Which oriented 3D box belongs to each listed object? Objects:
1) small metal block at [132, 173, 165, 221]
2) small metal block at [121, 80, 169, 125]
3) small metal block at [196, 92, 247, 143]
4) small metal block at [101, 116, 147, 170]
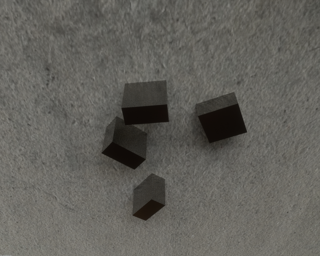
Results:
[{"bbox_3d":[-0.017,0.107,0.482,0.025,0.050,0.050,30,124,-23],"label":"small metal block"},{"bbox_3d":[-0.016,-0.031,0.365,0.050,0.050,0.025,-4,130,3],"label":"small metal block"},{"bbox_3d":[0.079,-0.013,0.398,0.050,0.025,0.050,-18,128,14],"label":"small metal block"},{"bbox_3d":[-0.045,0.019,0.407,0.050,0.050,0.025,31,123,-24],"label":"small metal block"}]
